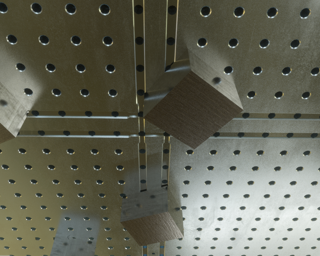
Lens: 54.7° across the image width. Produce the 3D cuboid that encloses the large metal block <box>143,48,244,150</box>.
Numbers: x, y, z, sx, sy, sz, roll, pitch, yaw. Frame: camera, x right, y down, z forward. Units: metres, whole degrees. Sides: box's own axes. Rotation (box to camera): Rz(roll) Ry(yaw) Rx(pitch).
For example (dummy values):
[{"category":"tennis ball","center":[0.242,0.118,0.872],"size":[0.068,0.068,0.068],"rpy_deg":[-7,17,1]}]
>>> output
[{"category":"large metal block","center":[0.037,-0.032,0.369],"size":[0.080,0.050,0.080],"rpy_deg":[32,123,-25]}]

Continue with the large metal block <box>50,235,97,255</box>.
[{"category":"large metal block","center":[-0.179,0.263,0.617],"size":[0.081,0.050,0.079],"rpy_deg":[15,128,-13]}]

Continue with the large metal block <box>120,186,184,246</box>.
[{"category":"large metal block","center":[-0.011,0.150,0.523],"size":[0.080,0.050,0.080],"rpy_deg":[-16,129,13]}]

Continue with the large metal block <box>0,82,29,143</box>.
[{"category":"large metal block","center":[-0.226,-0.019,0.376],"size":[0.080,0.050,0.080],"rpy_deg":[-20,128,15]}]
